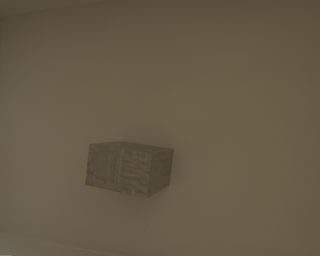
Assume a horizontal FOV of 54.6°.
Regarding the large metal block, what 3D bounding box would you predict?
[{"bbox_3d":[-0.036,0.048,0.394,0.080,0.080,0.050,8,93,20],"label":"large metal block"}]
